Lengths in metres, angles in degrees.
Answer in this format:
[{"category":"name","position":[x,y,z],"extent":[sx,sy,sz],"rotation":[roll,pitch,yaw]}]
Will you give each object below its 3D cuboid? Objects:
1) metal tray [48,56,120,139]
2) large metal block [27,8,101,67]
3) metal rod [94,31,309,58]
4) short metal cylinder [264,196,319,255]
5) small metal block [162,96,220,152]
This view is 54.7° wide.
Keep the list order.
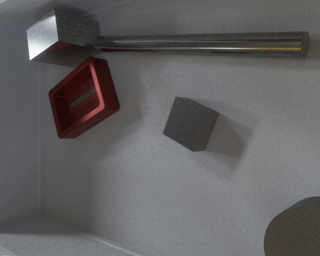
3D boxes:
[{"category":"metal tray","position":[-0.128,-0.046,0.505],"extent":[0.130,0.030,0.090],"rotation":[-28,73,36]},{"category":"large metal block","position":[-0.151,-0.139,0.493],"extent":[0.080,0.081,0.050],"rotation":[-16,80,38]},{"category":"metal rod","position":[0.023,-0.104,0.386],"extent":[0.300,0.025,0.025],"rotation":[13,98,39]},{"category":"short metal cylinder","position":[0.141,0.105,0.274],"extent":[0.080,0.050,0.079],"rotation":[0,90,39]},{"category":"small metal block","position":[0.037,-0.005,0.375],"extent":[0.050,0.025,0.050],"rotation":[30,109,35]}]
